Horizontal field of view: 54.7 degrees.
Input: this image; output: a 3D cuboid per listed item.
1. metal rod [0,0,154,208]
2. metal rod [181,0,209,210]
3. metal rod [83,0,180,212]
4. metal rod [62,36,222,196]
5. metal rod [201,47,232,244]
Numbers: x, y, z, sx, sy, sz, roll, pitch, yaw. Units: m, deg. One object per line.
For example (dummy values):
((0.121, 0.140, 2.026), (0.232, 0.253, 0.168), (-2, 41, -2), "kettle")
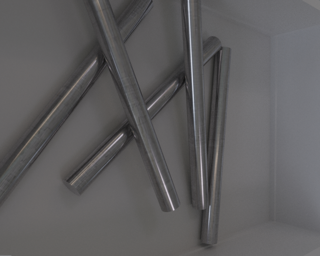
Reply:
((-0.090, -0.041, 0.330), (0.025, 0.025, 0.300), (46, 63, -31), "metal rod")
((0.049, -0.029, 0.420), (0.025, 0.025, 0.298), (-17, 109, -39), "metal rod")
((-0.034, -0.039, 0.343), (0.025, 0.025, 0.298), (-31, 109, -36), "metal rod")
((-0.005, -0.033, 0.401), (0.301, 0.025, 0.025), (-48, 119, -29), "metal rod")
((0.087, 0.024, 0.479), (0.025, 0.025, 0.298), (9, 85, -40), "metal rod")
